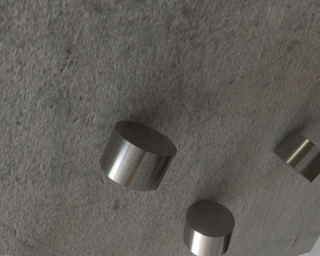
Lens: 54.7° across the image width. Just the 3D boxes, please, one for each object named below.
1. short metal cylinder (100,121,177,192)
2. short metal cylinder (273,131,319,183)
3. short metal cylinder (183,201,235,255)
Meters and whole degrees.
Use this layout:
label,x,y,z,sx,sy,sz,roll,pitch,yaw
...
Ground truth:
label,x,y,z,sx,sy,sz,roll,pitch,yaw
short metal cylinder,-0.026,0.033,0.378,0.081,0.080,0.050,14,111,-34
short metal cylinder,0.246,0.049,0.540,0.080,0.080,0.050,33,100,-39
short metal cylinder,0.082,0.170,0.523,0.081,0.080,0.050,-10,123,-23
